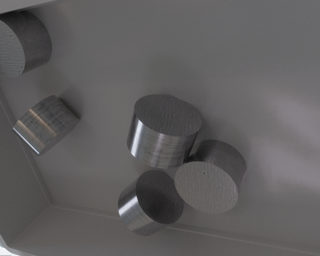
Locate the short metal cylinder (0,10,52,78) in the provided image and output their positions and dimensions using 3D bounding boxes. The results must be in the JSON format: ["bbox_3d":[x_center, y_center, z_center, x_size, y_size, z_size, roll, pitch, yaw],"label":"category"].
[{"bbox_3d":[-0.198,-0.116,0.426,0.080,0.050,0.079,13,124,21],"label":"short metal cylinder"}]

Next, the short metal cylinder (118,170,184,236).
[{"bbox_3d":[-0.013,0.108,0.447,0.080,0.080,0.050,44,129,-2],"label":"short metal cylinder"}]

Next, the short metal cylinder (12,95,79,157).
[{"bbox_3d":[-0.167,-0.003,0.459,0.050,0.080,0.080,47,129,-4],"label":"short metal cylinder"}]

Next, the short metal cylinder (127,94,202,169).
[{"bbox_3d":[0.004,0.002,0.373,0.080,0.080,0.050,26,128,12],"label":"short metal cylinder"}]

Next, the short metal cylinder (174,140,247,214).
[{"bbox_3d":[0.065,0.062,0.396,0.080,0.050,0.079,13,124,21],"label":"short metal cylinder"}]
